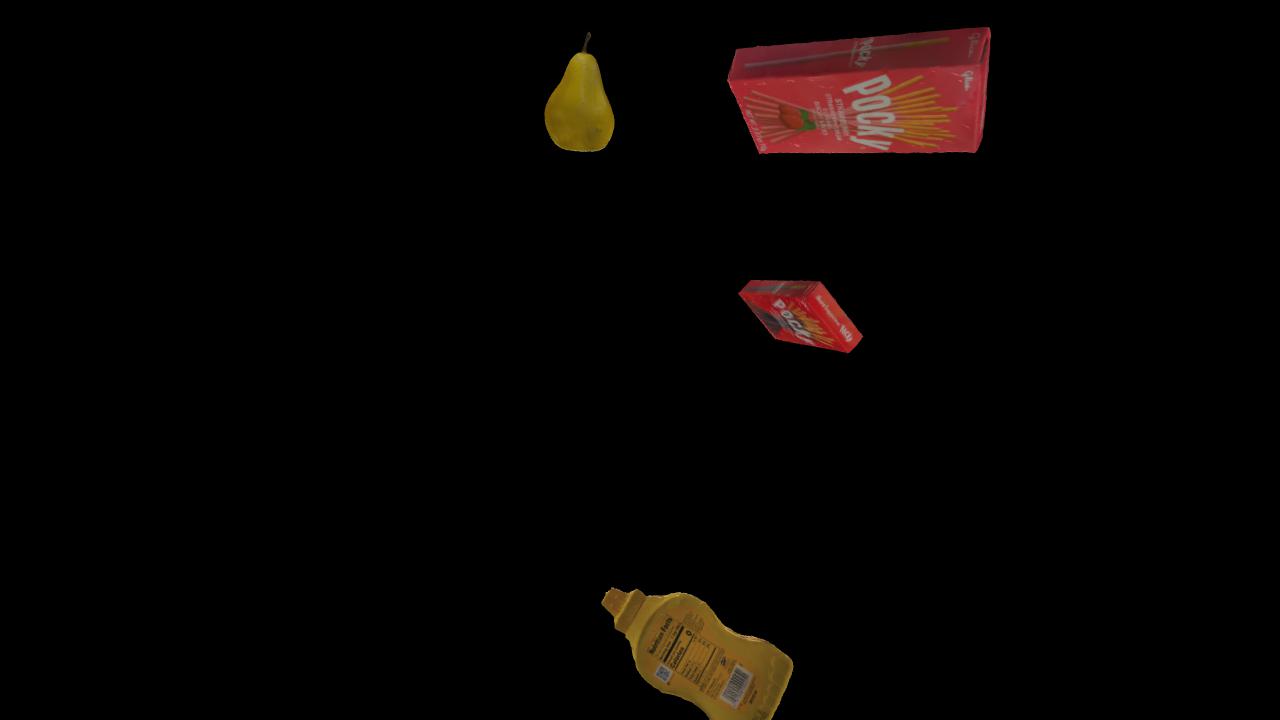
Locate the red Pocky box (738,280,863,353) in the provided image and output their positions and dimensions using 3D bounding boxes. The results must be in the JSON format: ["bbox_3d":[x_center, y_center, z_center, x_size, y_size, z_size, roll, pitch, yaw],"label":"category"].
[{"bbox_3d":[0.175,-0.053,0.695,0.028,0.083,0.155,-44,17,-7],"label":"red Pocky box"}]

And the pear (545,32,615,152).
[{"bbox_3d":[-0.062,-0.274,0.634,0.080,0.111,0.080,3,20,-1],"label":"pear"}]

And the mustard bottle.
[{"bbox_3d":[0.044,0.273,0.584,0.184,0.092,0.054,29,-5,10],"label":"mustard bottle"}]

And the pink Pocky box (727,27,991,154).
[{"bbox_3d":[0.143,-0.173,0.410,0.155,0.029,0.084,11,-13,29],"label":"pink Pocky box"}]
